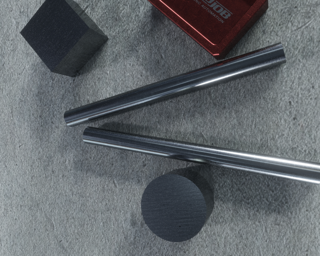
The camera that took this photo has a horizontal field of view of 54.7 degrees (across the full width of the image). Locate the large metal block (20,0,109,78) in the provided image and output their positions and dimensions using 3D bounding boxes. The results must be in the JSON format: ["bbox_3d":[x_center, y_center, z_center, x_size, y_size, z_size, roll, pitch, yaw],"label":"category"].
[{"bbox_3d":[-0.136,-0.132,0.442,0.080,0.050,0.080,-44,77,14],"label":"large metal block"}]

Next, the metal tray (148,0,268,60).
[{"bbox_3d":[0.055,-0.160,0.386,0.130,0.030,0.090,45,103,14],"label":"metal tray"}]

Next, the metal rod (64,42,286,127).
[{"bbox_3d":[0.005,-0.050,0.406,0.301,0.025,0.025,-15,85,19],"label":"metal rod"}]

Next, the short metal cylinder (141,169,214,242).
[{"bbox_3d":[0.023,0.094,0.387,0.080,0.050,0.079,0,90,19],"label":"short metal cylinder"}]

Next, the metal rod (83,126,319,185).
[{"bbox_3d":[0.037,0.031,0.395,0.301,0.025,0.025,8,93,19],"label":"metal rod"}]
